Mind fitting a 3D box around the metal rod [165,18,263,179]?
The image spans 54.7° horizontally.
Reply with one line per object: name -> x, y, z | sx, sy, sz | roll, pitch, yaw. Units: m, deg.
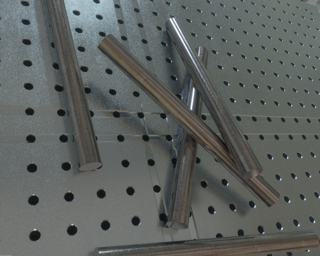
metal rod -> 0.065, -0.062, 0.445 | 0.025, 0.025, 0.299 | 1, 50, -28

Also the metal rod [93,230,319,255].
metal rod -> 0.074, 0.141, 0.363 | 0.302, 0.025, 0.025 | 6, 59, -26

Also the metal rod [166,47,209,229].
metal rod -> 0.045, -0.009, 0.439 | 0.025, 0.025, 0.300 | 23, 53, -15

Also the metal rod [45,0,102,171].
metal rod -> -0.119, -0.089, 0.398 | 0.025, 0.025, 0.299 | -4, 64, -30

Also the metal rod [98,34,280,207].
metal rod -> 0.040, -0.007, 0.400 | 0.300, 0.025, 0.025 | 43, 51, -5
